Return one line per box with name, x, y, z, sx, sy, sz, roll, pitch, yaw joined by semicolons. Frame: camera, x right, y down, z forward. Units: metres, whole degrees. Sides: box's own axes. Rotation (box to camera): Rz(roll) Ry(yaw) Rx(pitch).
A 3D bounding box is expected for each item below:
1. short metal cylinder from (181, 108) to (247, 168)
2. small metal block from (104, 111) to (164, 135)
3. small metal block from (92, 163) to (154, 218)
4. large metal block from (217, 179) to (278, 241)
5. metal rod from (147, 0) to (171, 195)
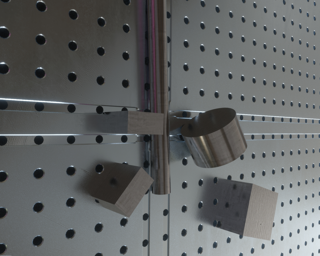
short metal cylinder;0.076;0.012;0.437;0.080;0.080;0.050;-39;114;-33
small metal block;-0.031;-0.006;0.367;0.050;0.050;0.025;3;89;-40
small metal block;-0.043;0.070;0.357;0.025;0.050;0.050;51;60;-28
large metal block;0.148;0.137;0.517;0.080;0.050;0.080;24;75;-38
metal rod;-0.002;-0.064;0.407;0.025;0.025;0.298;-2;92;-40
